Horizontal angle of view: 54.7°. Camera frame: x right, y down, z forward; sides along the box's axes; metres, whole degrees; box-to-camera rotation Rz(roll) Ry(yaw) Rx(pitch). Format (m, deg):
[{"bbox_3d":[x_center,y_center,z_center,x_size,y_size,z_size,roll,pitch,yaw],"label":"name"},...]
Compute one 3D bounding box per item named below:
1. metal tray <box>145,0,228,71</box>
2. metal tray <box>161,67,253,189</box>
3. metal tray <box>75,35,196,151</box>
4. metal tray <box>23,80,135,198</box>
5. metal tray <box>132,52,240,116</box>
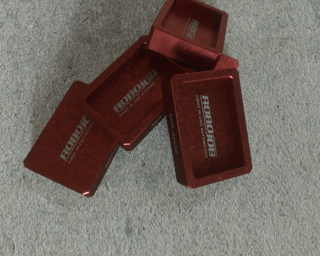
[{"bbox_3d":[0.041,-0.135,0.420,0.090,0.030,0.130,22,44,-3],"label":"metal tray"},{"bbox_3d":[0.057,-0.002,0.372,0.091,0.030,0.129,-11,94,-21],"label":"metal tray"},{"bbox_3d":[-0.028,-0.046,0.391,0.090,0.030,0.130,40,74,13],"label":"metal tray"},{"bbox_3d":[-0.099,0.012,0.400,0.090,0.030,0.130,23,71,8],"label":"metal tray"},{"bbox_3d":[0.033,-0.077,0.435,0.130,0.030,0.090,26,72,8],"label":"metal tray"}]
